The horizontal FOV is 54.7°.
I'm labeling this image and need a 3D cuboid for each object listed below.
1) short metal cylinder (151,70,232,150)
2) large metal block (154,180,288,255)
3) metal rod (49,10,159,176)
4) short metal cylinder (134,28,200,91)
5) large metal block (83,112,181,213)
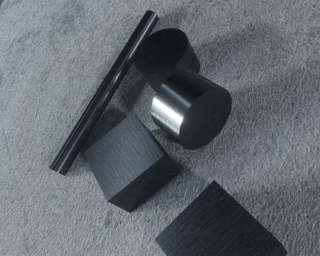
[{"bbox_3d":[0.037,-0.021,0.362,0.080,0.080,0.050,-47,51,-5],"label":"short metal cylinder"},{"bbox_3d":[0.057,0.111,0.290,0.080,0.050,0.080,-44,51,-3],"label":"large metal block"},{"bbox_3d":[-0.080,-0.064,0.485,0.025,0.025,0.300,16,70,34],"label":"metal rod"},{"bbox_3d":[0.011,-0.094,0.440,0.080,0.050,0.080,-13,56,21],"label":"short metal cylinder"},{"bbox_3d":[-0.035,0.042,0.381,0.080,0.050,0.080,-39,51,1],"label":"large metal block"}]
